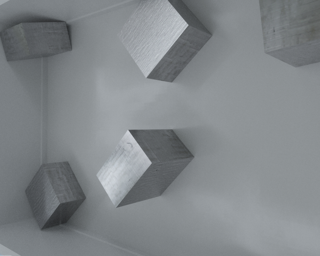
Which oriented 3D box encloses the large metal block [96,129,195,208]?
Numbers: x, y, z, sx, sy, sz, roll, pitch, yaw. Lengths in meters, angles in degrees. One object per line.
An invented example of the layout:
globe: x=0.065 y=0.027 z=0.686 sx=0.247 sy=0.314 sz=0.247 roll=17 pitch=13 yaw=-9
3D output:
large metal block: x=-0.018 y=0.048 z=0.386 sx=0.050 sy=0.081 sz=0.080 roll=52 pitch=120 yaw=27

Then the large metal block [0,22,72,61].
large metal block: x=-0.217 y=-0.152 z=0.544 sx=0.080 sy=0.081 sz=0.050 roll=0 pitch=106 yaw=40

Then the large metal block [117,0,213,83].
large metal block: x=0.004 y=-0.116 z=0.388 sx=0.080 sy=0.050 sz=0.080 roll=-47 pitch=62 yaw=30

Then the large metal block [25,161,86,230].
large metal block: x=-0.185 y=0.117 z=0.544 sx=0.080 sy=0.050 sz=0.080 roll=-50 pitch=61 yaw=28

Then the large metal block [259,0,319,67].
large metal block: x=0.126 y=-0.103 z=0.267 sx=0.050 sy=0.081 sz=0.080 roll=-8 pitch=85 yaw=40
